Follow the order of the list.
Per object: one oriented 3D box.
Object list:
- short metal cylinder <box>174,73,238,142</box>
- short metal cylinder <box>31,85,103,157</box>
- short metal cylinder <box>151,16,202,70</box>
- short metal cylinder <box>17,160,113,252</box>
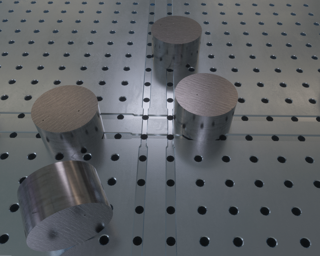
[{"bbox_3d":[0.059,-0.028,0.416,0.081,0.050,0.080,0,50,0],"label":"short metal cylinder"},{"bbox_3d":[-0.116,-0.010,0.398,0.081,0.050,0.080,0,50,0],"label":"short metal cylinder"},{"bbox_3d":[0.026,-0.141,0.510,0.081,0.050,0.080,0,50,0],"label":"short metal cylinder"},{"bbox_3d":[-0.093,0.077,0.306,0.081,0.080,0.050,-20,53,-16],"label":"short metal cylinder"}]
